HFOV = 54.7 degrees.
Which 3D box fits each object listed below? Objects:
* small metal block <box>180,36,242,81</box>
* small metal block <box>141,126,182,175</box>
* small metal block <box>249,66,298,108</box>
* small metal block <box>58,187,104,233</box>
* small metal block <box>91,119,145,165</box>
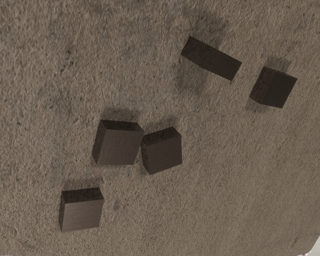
[{"bbox_3d":[0.061,-0.084,0.374,0.050,0.050,0.025,15,110,-35],"label":"small metal block"},{"bbox_3d":[0.002,0.031,0.429,0.050,0.025,0.050,-18,126,-19],"label":"small metal block"},{"bbox_3d":[0.170,-0.060,0.465,0.050,0.025,0.050,7,115,-32],"label":"small metal block"},{"bbox_3d":[-0.107,0.110,0.418,0.050,0.025,0.050,0,119,-29],"label":"small metal block"},{"bbox_3d":[-0.053,0.019,0.391,0.050,0.025,0.050,5,116,-31],"label":"small metal block"}]
